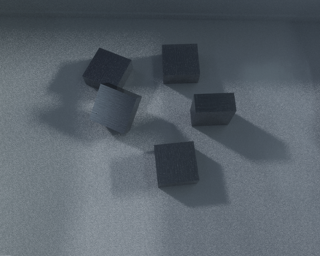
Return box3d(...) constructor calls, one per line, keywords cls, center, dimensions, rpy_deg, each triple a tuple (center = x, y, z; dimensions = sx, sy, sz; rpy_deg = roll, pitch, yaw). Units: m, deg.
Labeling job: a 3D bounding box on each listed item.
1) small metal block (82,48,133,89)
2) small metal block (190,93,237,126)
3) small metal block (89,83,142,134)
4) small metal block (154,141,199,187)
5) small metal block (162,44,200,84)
box3d(cls="small metal block", center=(-0.073, -0.079, 0.438), dimensions=(0.050, 0.025, 0.050), rpy_deg=(22, 71, 7))
box3d(cls="small metal block", center=(0.068, -0.023, 0.406), dimensions=(0.050, 0.050, 0.025), rpy_deg=(-2, 70, -1))
box3d(cls="small metal block", center=(-0.058, -0.026, 0.406), dimensions=(0.050, 0.025, 0.050), rpy_deg=(23, 105, 7))
box3d(cls="small metal block", center=(0.020, 0.046, 0.393), dimensions=(0.050, 0.025, 0.050), rpy_deg=(-6, 70, -3))
box3d(cls="small metal block", center=(0.029, -0.092, 0.444), dimensions=(0.050, 0.025, 0.050), rpy_deg=(-2, 70, -1))
